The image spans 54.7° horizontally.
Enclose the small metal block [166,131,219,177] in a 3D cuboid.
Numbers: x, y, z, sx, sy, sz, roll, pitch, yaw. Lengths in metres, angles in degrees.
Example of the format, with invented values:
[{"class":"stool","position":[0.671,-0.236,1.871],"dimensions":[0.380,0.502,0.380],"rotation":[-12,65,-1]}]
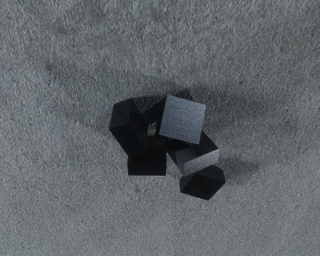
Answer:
[{"class":"small metal block","position":[0.041,0.029,0.405],"dimensions":[0.050,0.050,0.025],"rotation":[-21,133,-16]}]

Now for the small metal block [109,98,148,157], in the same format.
[{"class":"small metal block","position":[-0.038,-0.001,0.390],"dimensions":[0.025,0.050,0.050],"rotation":[-18,128,15]}]

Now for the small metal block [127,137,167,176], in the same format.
[{"class":"small metal block","position":[-0.017,0.038,0.423],"dimensions":[0.050,0.050,0.025],"rotation":[1,130,-1]}]

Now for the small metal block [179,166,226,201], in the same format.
[{"class":"small metal block","position":[0.065,0.082,0.478],"dimensions":[0.050,0.025,0.050],"rotation":[20,127,-16]}]

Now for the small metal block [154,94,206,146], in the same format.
[{"class":"small metal block","position":[0.025,-0.008,0.381],"dimensions":[0.050,0.050,0.025],"rotation":[14,168,-12]}]
